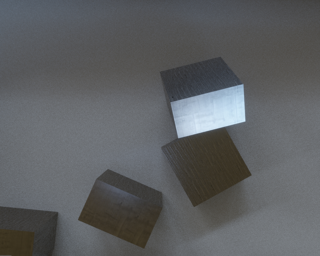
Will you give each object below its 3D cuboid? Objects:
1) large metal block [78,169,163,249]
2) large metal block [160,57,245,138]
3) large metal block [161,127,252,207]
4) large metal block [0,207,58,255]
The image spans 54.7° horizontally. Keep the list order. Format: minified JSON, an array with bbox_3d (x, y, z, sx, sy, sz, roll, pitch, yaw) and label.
[{"bbox_3d":[-0.044,0.095,0.383,0.080,0.080,0.050,24,90,-1],"label":"large metal block"},{"bbox_3d":[0.049,-0.040,0.377,0.080,0.080,0.050,-14,125,-1],"label":"large metal block"},{"bbox_3d":[0.057,0.042,0.400,0.080,0.050,0.080,-29,90,0],"label":"large metal block"},{"bbox_3d":[-0.181,0.135,0.382,0.081,0.080,0.050,6,90,-1],"label":"large metal block"}]
